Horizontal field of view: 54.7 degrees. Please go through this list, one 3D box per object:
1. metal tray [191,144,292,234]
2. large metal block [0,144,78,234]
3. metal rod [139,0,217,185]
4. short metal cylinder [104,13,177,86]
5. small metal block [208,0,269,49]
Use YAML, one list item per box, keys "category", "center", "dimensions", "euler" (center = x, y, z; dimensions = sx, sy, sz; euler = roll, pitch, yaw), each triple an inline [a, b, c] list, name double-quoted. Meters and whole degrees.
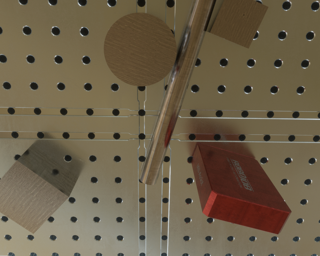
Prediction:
- category: "metal tray"
  center: [0.092, 0.068, 0.384]
  dimensions: [0.091, 0.130, 0.030]
  euler: [16, 109, -6]
- category: "large metal block"
  center: [-0.176, 0.084, 0.429]
  dimensions: [0.080, 0.050, 0.080]
  euler: [41, 105, -14]
- category: "metal rod"
  center: [0.025, -0.060, 0.391]
  dimensions: [0.025, 0.025, 0.298]
  euler: [15, 109, -6]
- category: "short metal cylinder"
  center: [-0.022, -0.094, 0.365]
  dimensions: [0.081, 0.050, 0.079]
  euler: [0, 110, -1]
- category: "small metal block"
  center: [0.091, -0.129, 0.367]
  dimensions: [0.050, 0.025, 0.050]
  euler: [20, 109, -8]
